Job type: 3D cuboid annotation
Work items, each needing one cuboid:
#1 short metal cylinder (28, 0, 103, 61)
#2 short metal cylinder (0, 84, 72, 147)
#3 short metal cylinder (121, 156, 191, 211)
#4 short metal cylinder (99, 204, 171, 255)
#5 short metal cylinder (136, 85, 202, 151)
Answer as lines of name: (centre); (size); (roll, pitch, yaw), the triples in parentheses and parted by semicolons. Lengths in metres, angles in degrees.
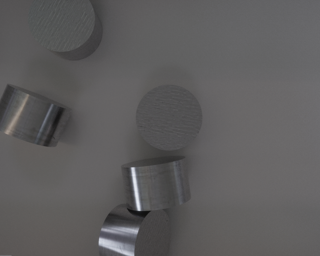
short metal cylinder: (-0.119, -0.132, 0.398); (0.081, 0.050, 0.080); (0, 90, 0)
short metal cylinder: (-0.157, -0.015, 0.383); (0.080, 0.080, 0.050); (23, 90, 0)
short metal cylinder: (-0.005, 0.066, 0.384); (0.080, 0.080, 0.050); (-8, 90, 0)
short metal cylinder: (-0.028, 0.136, 0.376); (0.050, 0.080, 0.080); (-1, 90, 31)
short metal cylinder: (0.011, -0.013, 0.399); (0.081, 0.050, 0.080); (0, 90, 0)
